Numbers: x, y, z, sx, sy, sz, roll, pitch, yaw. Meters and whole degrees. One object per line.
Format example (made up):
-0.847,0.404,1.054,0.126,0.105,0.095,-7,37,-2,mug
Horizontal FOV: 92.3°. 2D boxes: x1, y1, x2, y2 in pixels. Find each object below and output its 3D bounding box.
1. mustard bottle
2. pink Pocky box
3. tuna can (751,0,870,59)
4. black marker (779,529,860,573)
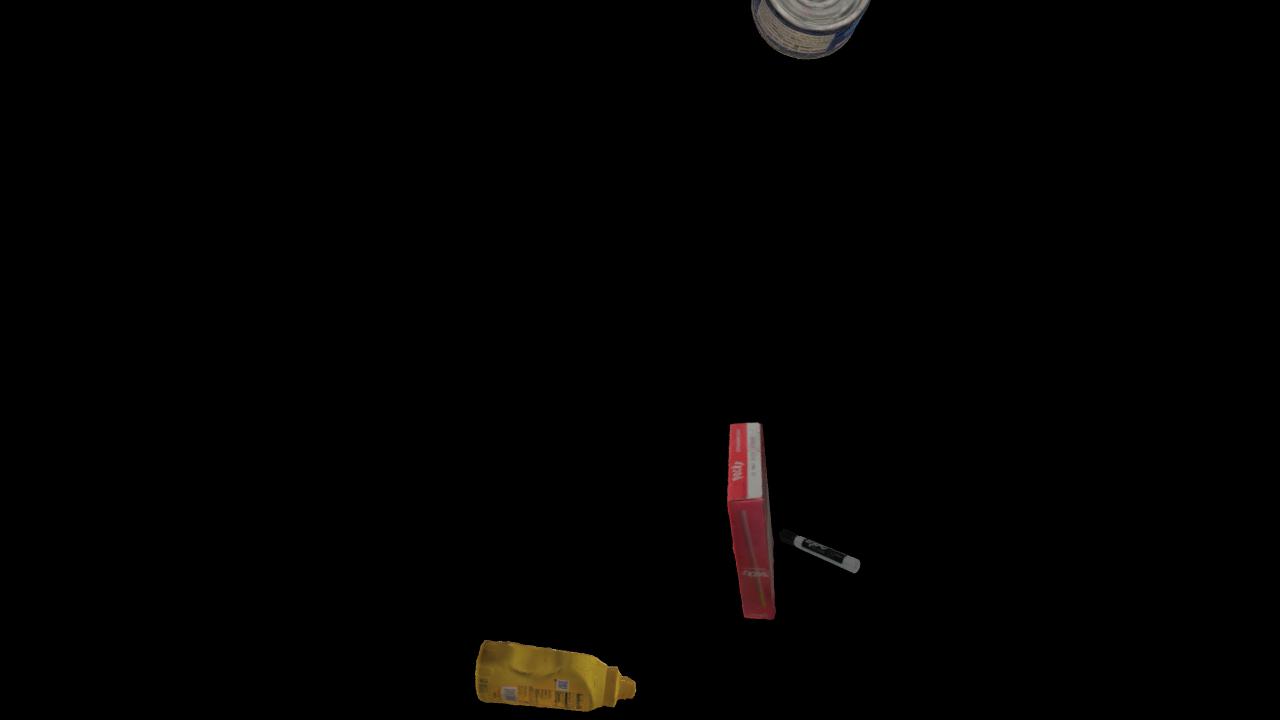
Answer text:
-0.096,0.376,0.721,0.184,0.092,0.054,6,29,2,mustard bottle
0.094,0.136,0.513,0.029,0.155,0.084,-3,36,13,pink Pocky box
0.128,-0.274,0.460,0.084,0.084,0.034,0,-6,-3,tuna can
0.240,0.258,0.837,0.020,0.020,0.121,0,8,-40,black marker
